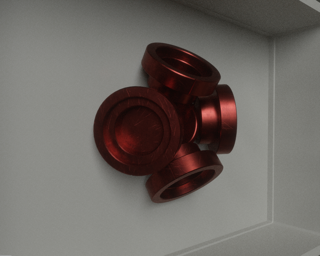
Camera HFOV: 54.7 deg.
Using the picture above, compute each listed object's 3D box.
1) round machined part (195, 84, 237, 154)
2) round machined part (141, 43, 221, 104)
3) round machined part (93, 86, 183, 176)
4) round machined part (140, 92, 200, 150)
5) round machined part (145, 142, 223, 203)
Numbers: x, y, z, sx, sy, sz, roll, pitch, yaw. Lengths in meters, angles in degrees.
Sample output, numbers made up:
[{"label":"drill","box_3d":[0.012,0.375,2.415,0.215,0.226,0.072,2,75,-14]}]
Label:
[{"label":"round machined part","box_3d":[0.071,-0.012,0.432,0.042,0.098,0.097,-2,92,-4]},{"label":"round machined part","box_3d":[0.023,-0.066,0.390,0.099,0.098,0.042,-5,131,-40]},{"label":"round machined part","box_3d":[-0.021,0.002,0.353,0.042,0.098,0.097,-24,109,-77]},{"label":"round machined part","box_3d":[0.014,-0.006,0.406,0.099,0.042,0.097,0,90,-40]},{"label":"round machined part","box_3d":[0.027,0.054,0.393,0.099,0.097,0.042,-2,55,-40]}]
